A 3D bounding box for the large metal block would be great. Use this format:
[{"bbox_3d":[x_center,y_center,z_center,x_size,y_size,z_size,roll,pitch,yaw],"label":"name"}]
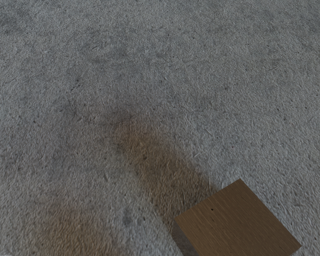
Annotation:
[{"bbox_3d":[0.068,0.109,0.296,0.081,0.050,0.080,-26,55,-20],"label":"large metal block"}]
